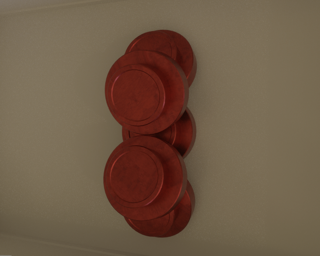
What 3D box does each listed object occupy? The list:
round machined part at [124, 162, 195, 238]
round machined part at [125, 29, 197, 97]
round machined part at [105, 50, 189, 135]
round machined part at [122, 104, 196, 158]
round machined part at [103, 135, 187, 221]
[{"bbox_3d":[-0.009,0.095,0.388,0.098,0.042,0.097,5,107,18],"label":"round machined part"},{"bbox_3d":[-0.006,-0.082,0.390,0.098,0.042,0.098,-5,72,18],"label":"round machined part"},{"bbox_3d":[-0.020,-0.039,0.352,0.098,0.042,0.097,5,104,19],"label":"round machined part"},{"bbox_3d":[-0.006,0.004,0.402,0.098,0.042,0.097,0,89,20],"label":"round machined part"},{"bbox_3d":[-0.022,0.056,0.353,0.098,0.042,0.098,-4,78,19],"label":"round machined part"}]
